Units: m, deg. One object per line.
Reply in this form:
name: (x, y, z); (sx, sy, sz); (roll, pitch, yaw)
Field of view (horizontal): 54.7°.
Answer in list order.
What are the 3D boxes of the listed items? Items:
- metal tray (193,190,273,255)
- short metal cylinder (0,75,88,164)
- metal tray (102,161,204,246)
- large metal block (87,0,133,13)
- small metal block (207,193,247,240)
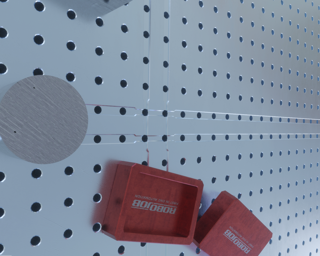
metal tray: (0.114, 0.169, 0.488); (0.090, 0.030, 0.130); (-50, 122, -7)
short metal cylinder: (-0.117, -0.008, 0.296); (0.081, 0.050, 0.079); (0, 90, -40)
metal tray: (-0.003, 0.101, 0.405); (0.131, 0.030, 0.090); (21, 77, -38)
large metal block: (-0.067, -0.188, 0.337); (0.080, 0.050, 0.080); (20, 77, -39)
small metal block: (0.110, 0.143, 0.505); (0.050, 0.025, 0.050); (-50, 120, -28)
